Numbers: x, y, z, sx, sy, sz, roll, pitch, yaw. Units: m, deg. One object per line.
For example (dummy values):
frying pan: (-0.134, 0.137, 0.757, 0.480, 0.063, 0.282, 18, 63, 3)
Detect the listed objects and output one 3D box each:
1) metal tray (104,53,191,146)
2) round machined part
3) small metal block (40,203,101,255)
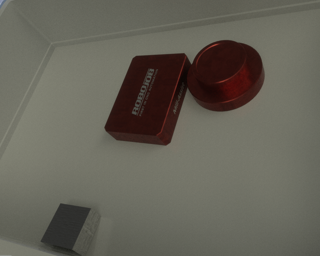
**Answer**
metal tray: (-0.014, -0.043, 0.435, 0.090, 0.030, 0.130, 5, 64, 30)
round machined part: (0.080, -0.073, 0.397, 0.098, 0.042, 0.098, -13, 56, 20)
small metal block: (-0.108, 0.124, 0.379, 0.050, 0.025, 0.050, 1, 52, 28)
